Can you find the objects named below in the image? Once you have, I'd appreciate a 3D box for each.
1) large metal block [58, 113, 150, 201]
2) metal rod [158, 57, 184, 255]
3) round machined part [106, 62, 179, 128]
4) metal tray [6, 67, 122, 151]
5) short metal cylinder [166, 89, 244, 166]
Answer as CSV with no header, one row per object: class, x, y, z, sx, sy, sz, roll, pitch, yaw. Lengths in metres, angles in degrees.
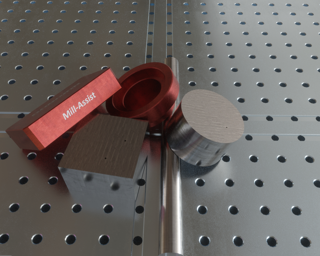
large metal block,-0.060,0.032,0.364,0.080,0.050,0.080,8,51,6
metal rod,0.014,0.011,0.399,0.025,0.025,0.300,1,50,1
round machined part,-0.019,-0.038,0.412,0.098,0.042,0.098,-17,46,19
metal tray,-0.121,-0.025,0.392,0.131,0.030,0.090,-44,24,-30
short metal cylinder,0.053,-0.001,0.375,0.081,0.050,0.080,13,48,-15
